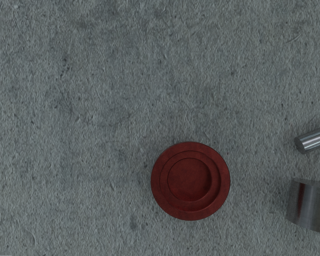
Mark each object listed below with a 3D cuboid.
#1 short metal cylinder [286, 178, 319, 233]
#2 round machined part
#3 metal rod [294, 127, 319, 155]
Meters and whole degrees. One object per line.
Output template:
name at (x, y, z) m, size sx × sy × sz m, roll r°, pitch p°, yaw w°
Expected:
short metal cylinder at (0.202, 0.096, 0.384) m, size 0.080 × 0.080 × 0.050 m, roll 9°, pitch 90°, yaw 0°
round machined part at (0.038, 0.066, 0.402) m, size 0.099 × 0.042 × 0.097 m, roll 0°, pitch 90°, yaw 0°
metal rod at (0.325, -0.032, 0.412) m, size 0.301 × 0.025 × 0.025 m, roll -22°, pitch 90°, yaw 0°
